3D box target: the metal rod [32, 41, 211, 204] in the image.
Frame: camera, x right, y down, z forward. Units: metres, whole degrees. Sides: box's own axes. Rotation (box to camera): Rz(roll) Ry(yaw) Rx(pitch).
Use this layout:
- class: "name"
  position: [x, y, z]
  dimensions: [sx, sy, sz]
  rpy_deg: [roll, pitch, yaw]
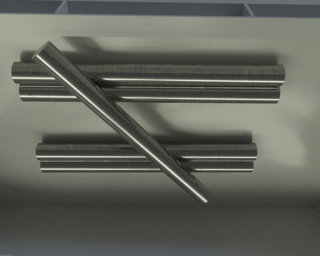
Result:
- class: "metal rod"
  position: [-0.026, 0.012, 0.385]
  dimensions: [0.025, 0.025, 0.300]
  rpy_deg: [-31, 124, 23]

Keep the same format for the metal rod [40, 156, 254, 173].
- class: "metal rod"
  position: [-0.018, 0.052, 0.451]
  dimensions: [0.302, 0.025, 0.025]
  rpy_deg: [0, 130, -1]

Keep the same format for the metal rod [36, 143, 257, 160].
- class: "metal rod"
  position: [-0.018, 0.033, 0.434]
  dimensions: [0.302, 0.025, 0.025]
  rpy_deg: [0, 130, -1]

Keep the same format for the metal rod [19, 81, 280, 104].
- class: "metal rod"
  position: [-0.011, -0.043, 0.370]
  dimensions: [0.302, 0.025, 0.025]
  rpy_deg: [0, 130, -1]

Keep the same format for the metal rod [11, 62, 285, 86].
- class: "metal rod"
  position: [-0.012, -0.062, 0.354]
  dimensions: [0.302, 0.025, 0.025]
  rpy_deg: [0, 130, -1]
